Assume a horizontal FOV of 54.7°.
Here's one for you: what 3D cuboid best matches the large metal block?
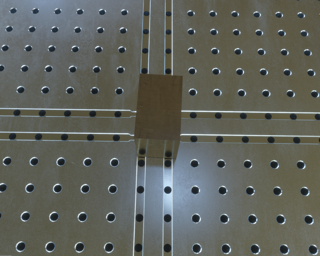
[{"bbox_3d":[-0.001,-0.012,0.386,0.050,0.080,0.080,3,70,1],"label":"large metal block"}]
